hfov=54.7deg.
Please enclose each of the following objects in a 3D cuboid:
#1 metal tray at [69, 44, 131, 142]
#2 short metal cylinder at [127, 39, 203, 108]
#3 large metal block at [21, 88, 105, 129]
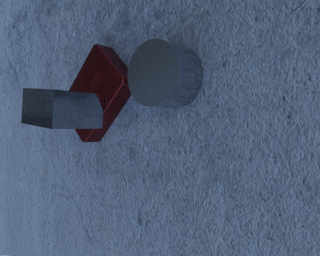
[{"bbox_3d":[-0.098,-0.052,0.483,0.129,0.030,0.090,-52,60,27],"label":"metal tray"},{"bbox_3d":[0.006,-0.065,0.384,0.080,0.050,0.080,0,90,40],"label":"short metal cylinder"},{"bbox_3d":[-0.139,-0.028,0.444,0.080,0.081,0.050,8,95,40],"label":"large metal block"}]
